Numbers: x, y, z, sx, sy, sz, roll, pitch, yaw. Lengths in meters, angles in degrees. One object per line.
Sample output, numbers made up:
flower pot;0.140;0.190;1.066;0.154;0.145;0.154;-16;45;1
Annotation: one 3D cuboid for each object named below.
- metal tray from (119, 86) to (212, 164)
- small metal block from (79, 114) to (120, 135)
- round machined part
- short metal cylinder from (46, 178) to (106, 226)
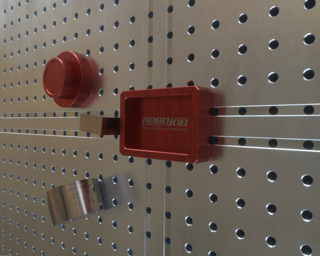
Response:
metal tray;0.003;-0.005;0.403;0.130;0.030;0.089;2;91;40
small metal block;-0.083;-0.006;0.462;0.050;0.050;0.025;9;96;39
round machined part;-0.166;-0.084;0.535;0.098;0.042;0.097;0;90;40
short metal cylinder;-0.131;0.115;0.482;0.080;0.081;0.050;-30;72;36
